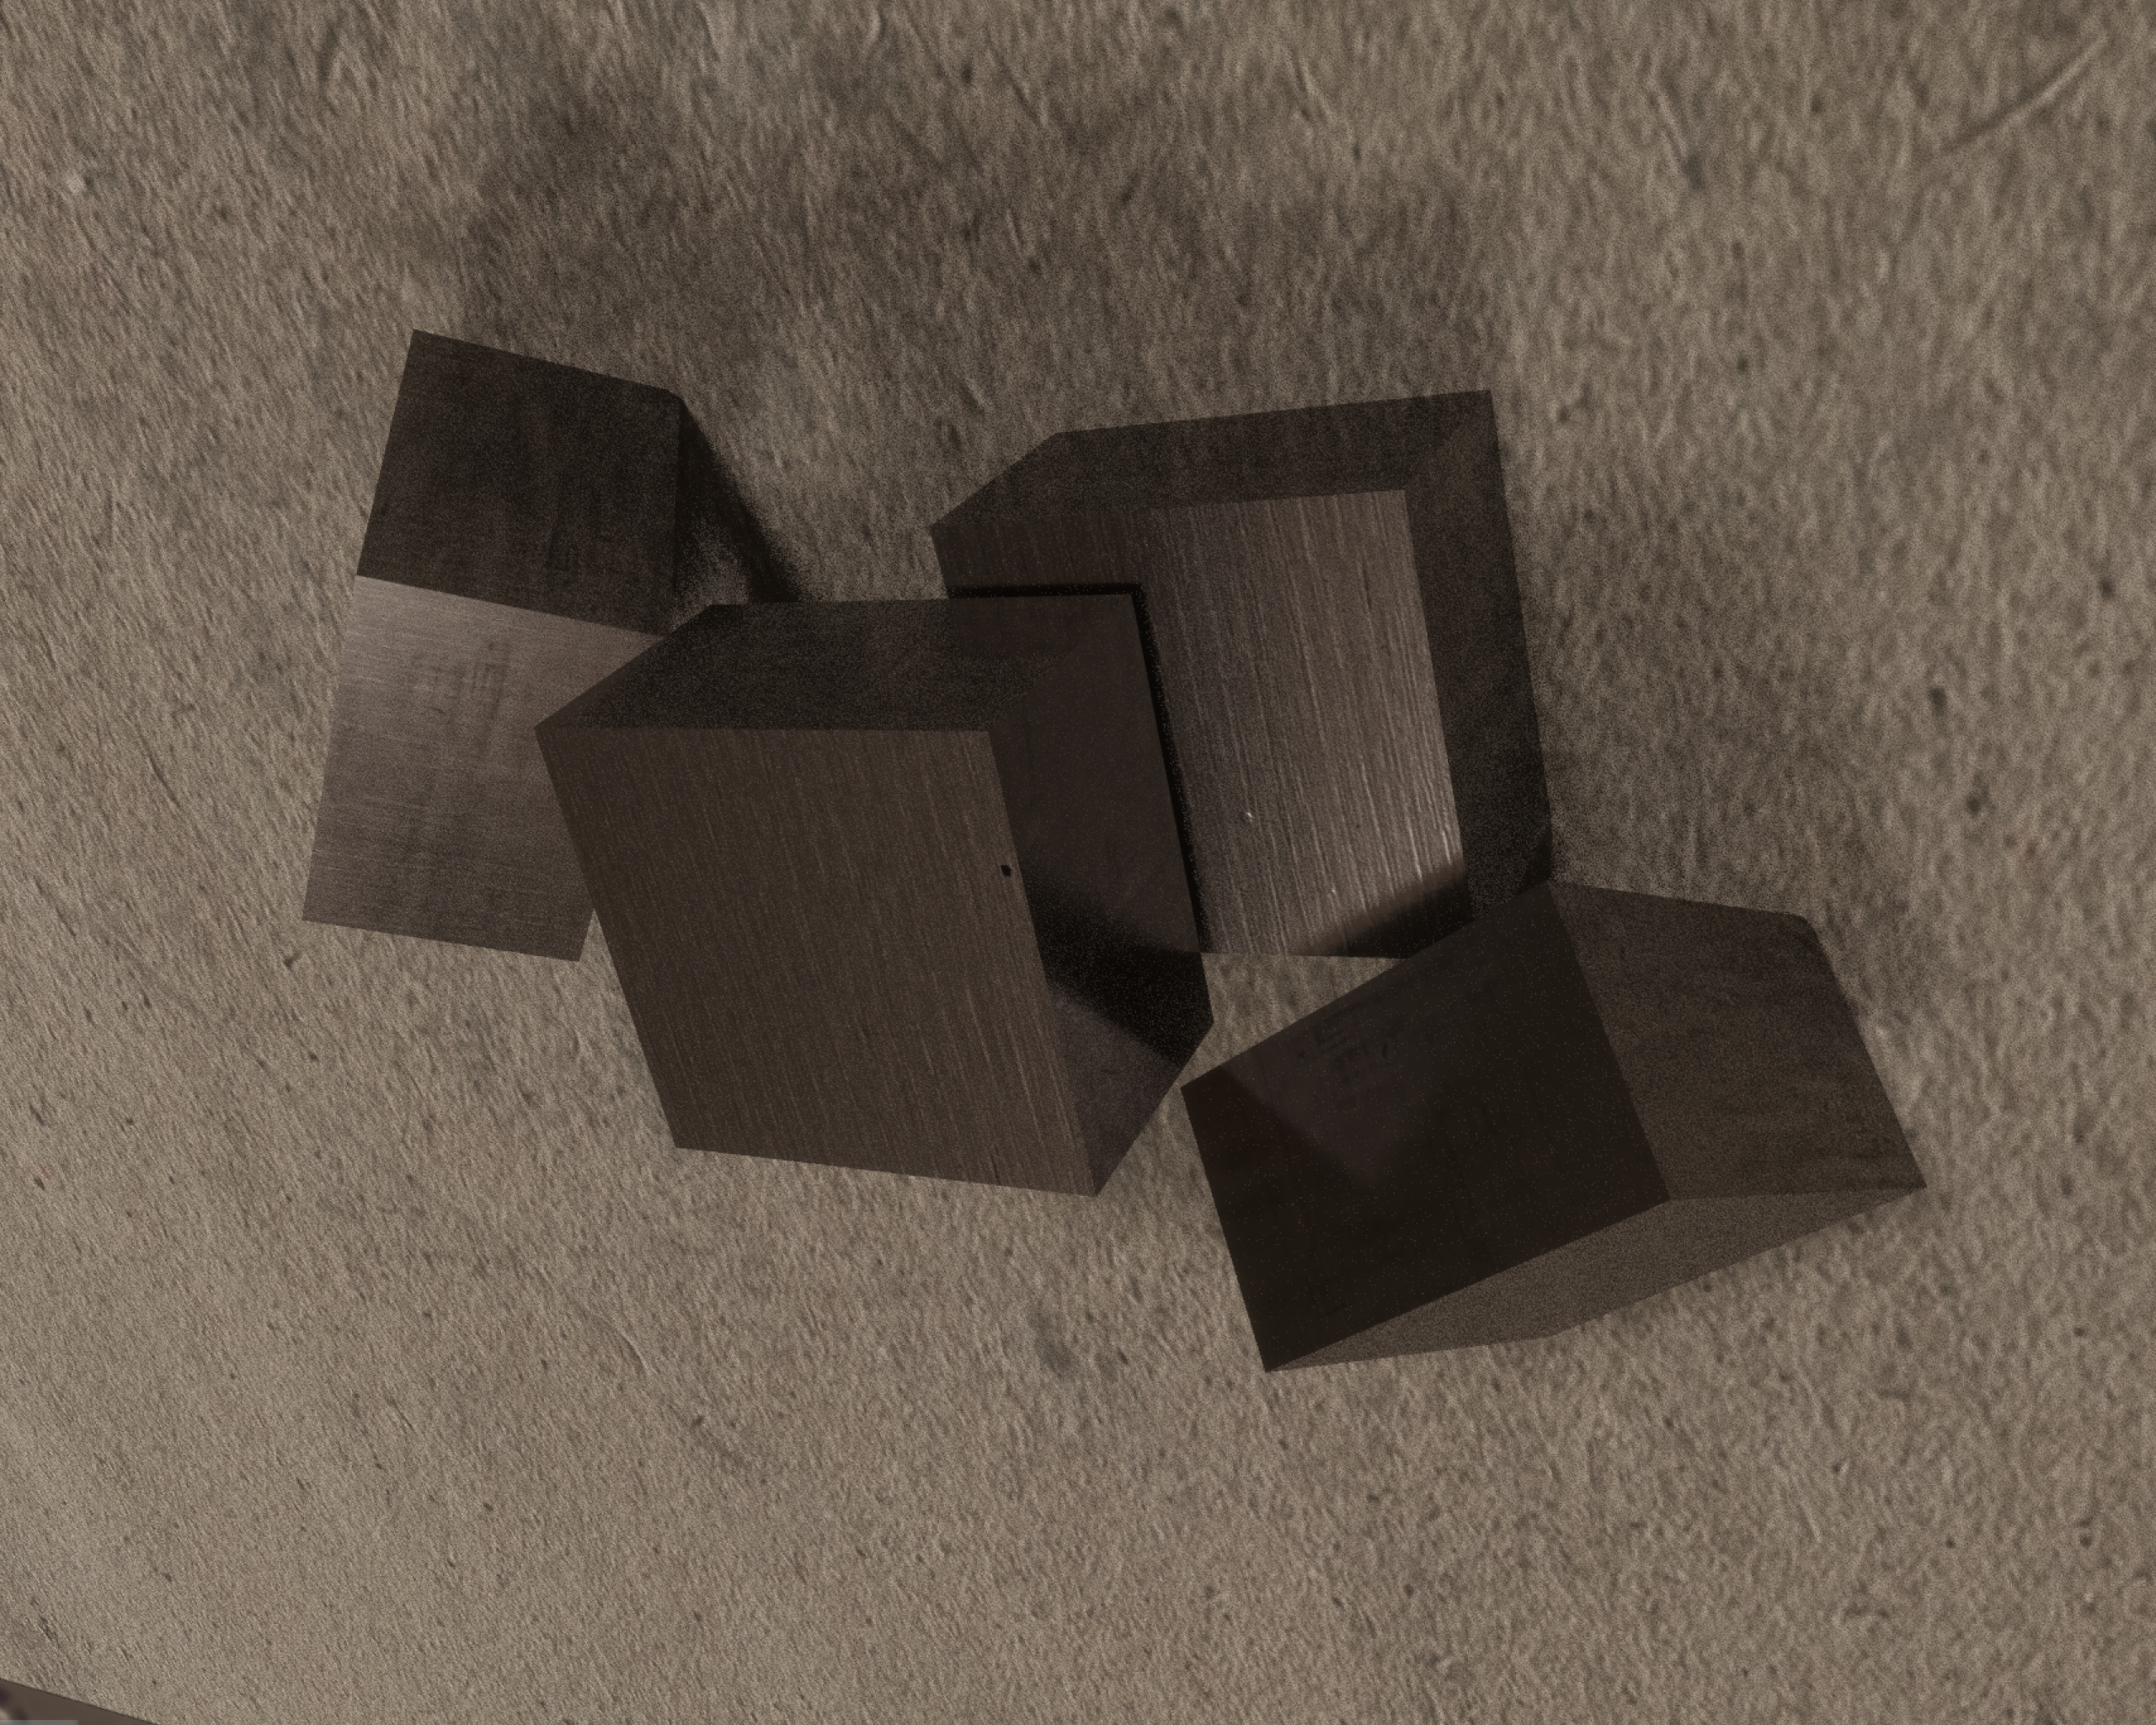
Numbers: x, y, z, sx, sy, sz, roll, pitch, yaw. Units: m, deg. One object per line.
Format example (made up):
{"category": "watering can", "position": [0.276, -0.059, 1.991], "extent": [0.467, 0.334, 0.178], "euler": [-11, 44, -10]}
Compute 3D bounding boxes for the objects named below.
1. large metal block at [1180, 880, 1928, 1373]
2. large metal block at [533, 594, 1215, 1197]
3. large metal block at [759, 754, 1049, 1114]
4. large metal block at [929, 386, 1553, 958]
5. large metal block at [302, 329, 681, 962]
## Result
{"category": "large metal block", "position": [0.079, 0.046, 0.350], "extent": [0.080, 0.081, 0.050], "euler": [-35, 61, 38]}
{"category": "large metal block", "position": [-0.030, 0.003, 0.341], "extent": [0.080, 0.050, 0.079], "euler": [2, 120, 27]}
{"category": "large metal block", "position": [-0.032, 0.005, 0.408], "extent": [0.080, 0.050, 0.080], "euler": [0, 119, 27]}
{"category": "large metal block", "position": [0.031, -0.031, 0.356], "extent": [0.080, 0.050, 0.080], "euler": [0, 119, 27]}
{"category": "large metal block", "position": [-0.110, -0.041, 0.395], "extent": [0.050, 0.080, 0.079], "euler": [10, 130, -18]}
